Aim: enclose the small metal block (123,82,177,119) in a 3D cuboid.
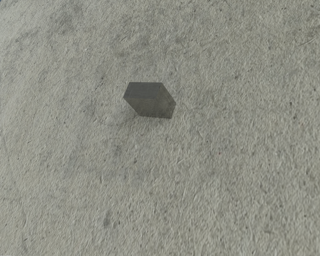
[{"bbox_3d":[-0.013,-0.037,0.417,0.050,0.050,0.025,6,65,30],"label":"small metal block"}]
